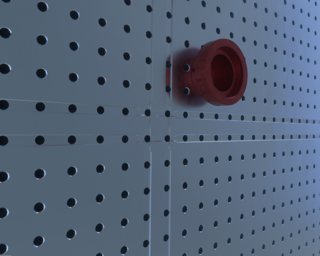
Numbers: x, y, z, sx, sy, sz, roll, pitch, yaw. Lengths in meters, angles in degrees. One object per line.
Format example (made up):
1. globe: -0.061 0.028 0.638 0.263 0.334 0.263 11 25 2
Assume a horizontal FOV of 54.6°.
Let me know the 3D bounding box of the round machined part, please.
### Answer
1. round machined part: 0.086 -0.082 0.469 0.099 0.042 0.097 0 90 -40
